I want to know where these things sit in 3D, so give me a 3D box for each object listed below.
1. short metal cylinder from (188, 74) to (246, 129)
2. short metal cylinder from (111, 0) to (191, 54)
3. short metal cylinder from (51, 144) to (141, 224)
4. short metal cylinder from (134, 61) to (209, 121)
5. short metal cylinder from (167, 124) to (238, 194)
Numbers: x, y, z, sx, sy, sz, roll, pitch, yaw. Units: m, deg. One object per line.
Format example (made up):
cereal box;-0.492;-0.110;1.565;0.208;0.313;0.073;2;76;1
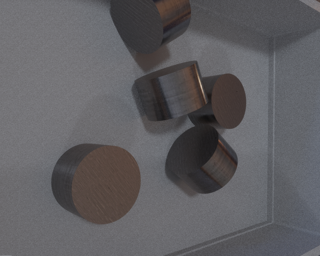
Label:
short metal cylinder;0.084;-0.038;0.463;0.081;0.050;0.079;0;90;-40
short metal cylinder;-0.011;-0.134;0.363;0.050;0.080;0.080;-41;115;-33
short metal cylinder;-0.068;0.058;0.335;0.081;0.050;0.079;0;90;-40
short metal cylinder;0.015;-0.047;0.385;0.081;0.080;0.050;-30;109;-36
short metal cylinder;0.057;0.042;0.421;0.050;0.080;0.080;45;63;-31
